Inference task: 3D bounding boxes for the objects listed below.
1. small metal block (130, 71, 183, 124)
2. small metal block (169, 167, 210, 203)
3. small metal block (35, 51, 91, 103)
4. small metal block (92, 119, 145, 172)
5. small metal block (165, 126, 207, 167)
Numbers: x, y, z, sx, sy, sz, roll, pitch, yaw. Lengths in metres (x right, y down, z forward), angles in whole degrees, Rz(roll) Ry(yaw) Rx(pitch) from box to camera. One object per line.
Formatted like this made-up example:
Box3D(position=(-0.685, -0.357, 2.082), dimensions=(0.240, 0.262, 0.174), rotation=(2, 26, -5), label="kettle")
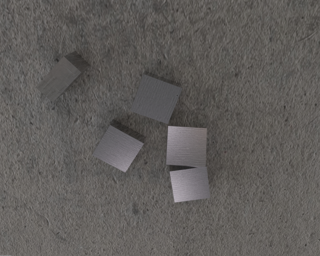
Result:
Box3D(position=(-0.005, -0.039, 0.395), dimensions=(0.050, 0.025, 0.050), rotation=(19, 109, -7), label="small metal block")
Box3D(position=(0.042, 0.074, 0.437), dimensions=(0.050, 0.025, 0.050), rotation=(-8, 110, 3), label="small metal block")
Box3D(position=(-0.115, -0.063, 0.372), dimensions=(0.050, 0.050, 0.025), rotation=(-43, 105, 14), label="small metal block")
Box3D(position=(-0.055, 0.024, 0.418), dimensions=(0.050, 0.025, 0.050), rotation=(30, 107, -11), label="small metal block")
Box3D(position=(0.034, 0.025, 0.408), dimensions=(0.050, 0.025, 0.050), rotation=(4, 79, -2), label="small metal block")
